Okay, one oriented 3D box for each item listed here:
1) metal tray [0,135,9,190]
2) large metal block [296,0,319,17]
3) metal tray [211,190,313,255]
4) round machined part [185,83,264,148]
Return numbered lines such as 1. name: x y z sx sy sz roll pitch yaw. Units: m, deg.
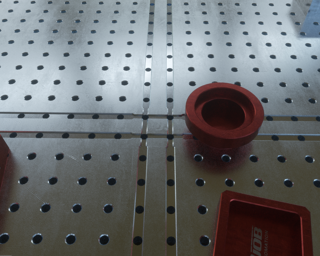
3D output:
1. metal tray: -0.231 0.067 0.346 0.091 0.030 0.130 -6 50 -5
2. large metal block: 0.327 -0.266 0.617 0.081 0.050 0.080 -1 50 -1
3. metal tray: 0.094 0.131 0.294 0.090 0.030 0.130 11 51 9
4. round machined part: 0.082 -0.012 0.407 0.099 0.042 0.098 0 50 0
